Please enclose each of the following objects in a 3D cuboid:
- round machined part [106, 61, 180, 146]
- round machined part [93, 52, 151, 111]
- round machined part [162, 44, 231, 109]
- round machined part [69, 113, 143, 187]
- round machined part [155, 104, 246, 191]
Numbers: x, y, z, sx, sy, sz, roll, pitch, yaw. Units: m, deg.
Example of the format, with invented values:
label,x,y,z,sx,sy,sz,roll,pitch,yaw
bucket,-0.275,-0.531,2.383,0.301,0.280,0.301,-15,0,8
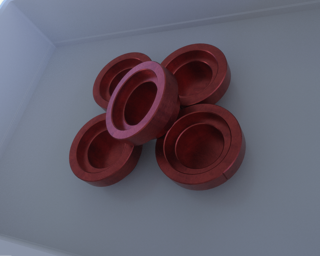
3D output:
label,x,y,z,sx,sy,sz,roll,pitch,yaw
round machined part,-0.016,-0.025,0.360,0.098,0.042,0.098,-25,51,36
round machined part,-0.045,-0.059,0.450,0.098,0.042,0.098,-13,56,20
round machined part,0.044,-0.059,0.405,0.098,0.042,0.098,-13,56,20
round machined part,-0.066,0.031,0.407,0.098,0.042,0.098,-13,56,20
round machined part,0.048,0.024,0.352,0.098,0.042,0.098,-13,56,20
